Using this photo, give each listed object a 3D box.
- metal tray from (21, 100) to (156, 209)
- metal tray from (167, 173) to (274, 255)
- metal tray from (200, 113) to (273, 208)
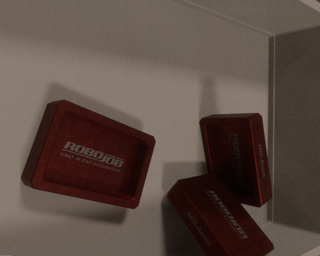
[{"bbox_3d":[-0.071,0.033,0.344,0.131,0.030,0.090,24,75,-38],"label":"metal tray"},{"bbox_3d":[0.079,0.123,0.412,0.091,0.130,0.030,-1,134,-46],"label":"metal tray"},{"bbox_3d":[0.111,0.045,0.460,0.030,0.090,0.129,-18,102,-39],"label":"metal tray"}]
